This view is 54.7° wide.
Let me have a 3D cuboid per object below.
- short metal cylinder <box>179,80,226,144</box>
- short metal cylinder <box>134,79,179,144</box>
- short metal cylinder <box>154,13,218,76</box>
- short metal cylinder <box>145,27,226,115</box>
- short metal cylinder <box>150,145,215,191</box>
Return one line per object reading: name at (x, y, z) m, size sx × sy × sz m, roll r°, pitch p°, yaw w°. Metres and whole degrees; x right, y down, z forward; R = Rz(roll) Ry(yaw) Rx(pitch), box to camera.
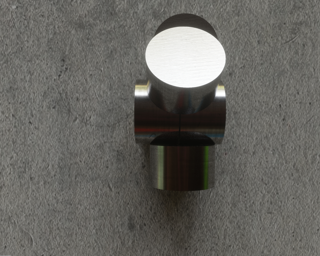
short metal cylinder at (0.049, -0.019, 0.384) m, size 0.050 × 0.080 × 0.079 m, roll 0°, pitch 90°, yaw 0°
short metal cylinder at (-0.004, -0.020, 0.384) m, size 0.050 × 0.080 × 0.079 m, roll 1°, pitch 90°, yaw -1°
short metal cylinder at (0.031, -0.099, 0.400) m, size 0.081 × 0.050 × 0.079 m, roll 0°, pitch 90°, yaw -1°
short metal cylinder at (0.025, -0.061, 0.333) m, size 0.081 × 0.050 × 0.080 m, roll 1°, pitch 61°, yaw -1°
short metal cylinder at (0.027, 0.045, 0.384) m, size 0.081 × 0.080 × 0.050 m, roll 0°, pitch 90°, yaw -1°
